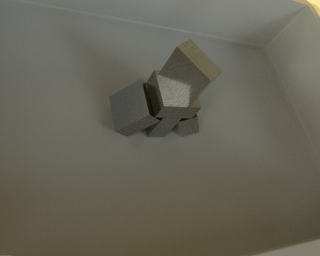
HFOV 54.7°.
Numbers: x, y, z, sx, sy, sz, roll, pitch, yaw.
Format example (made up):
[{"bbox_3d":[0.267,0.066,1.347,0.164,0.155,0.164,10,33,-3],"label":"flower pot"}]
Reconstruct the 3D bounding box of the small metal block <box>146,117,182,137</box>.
[{"bbox_3d":[-0.001,-0.022,0.400,0.025,0.050,0.050,1,61,-28],"label":"small metal block"}]

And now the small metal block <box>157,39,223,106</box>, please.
[{"bbox_3d":[0.032,-0.061,0.344,0.050,0.050,0.025,46,52,4],"label":"small metal block"}]

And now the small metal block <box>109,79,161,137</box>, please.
[{"bbox_3d":[-0.032,-0.024,0.381,0.025,0.050,0.050,28,42,-55],"label":"small metal block"}]

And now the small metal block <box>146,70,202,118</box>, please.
[{"bbox_3d":[0.016,-0.040,0.371,0.050,0.025,0.050,1,61,-28],"label":"small metal block"}]

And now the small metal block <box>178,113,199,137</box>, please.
[{"bbox_3d":[0.033,-0.023,0.416,0.025,0.050,0.050,-15,65,3],"label":"small metal block"}]
